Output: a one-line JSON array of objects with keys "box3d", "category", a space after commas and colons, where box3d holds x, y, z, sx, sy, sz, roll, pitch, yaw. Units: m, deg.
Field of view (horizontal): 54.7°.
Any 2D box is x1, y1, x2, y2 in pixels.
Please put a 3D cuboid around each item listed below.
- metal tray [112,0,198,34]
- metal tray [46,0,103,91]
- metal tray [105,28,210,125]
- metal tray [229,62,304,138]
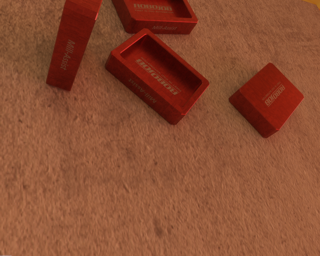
[{"box3d": [-0.009, -0.203, 0.520, 0.131, 0.030, 0.090, -11, 67, -33], "category": "metal tray"}, {"box3d": [-0.095, -0.114, 0.356, 0.030, 0.129, 0.090, 19, 55, -18], "category": "metal tray"}, {"box3d": [-0.001, -0.077, 0.448, 0.130, 0.030, 0.090, 41, 51, -1], "category": "metal tray"}, {"box3d": [0.187, -0.052, 0.536, 0.090, 0.030, 0.131, 48, 51, 5], "category": "metal tray"}]
